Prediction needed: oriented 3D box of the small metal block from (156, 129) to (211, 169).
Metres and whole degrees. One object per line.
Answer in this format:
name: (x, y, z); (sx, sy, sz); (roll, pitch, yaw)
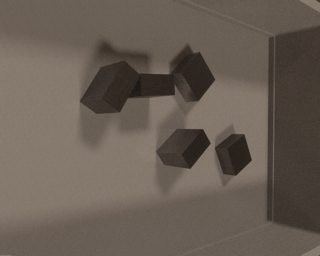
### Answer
small metal block: (0.031, 0.027, 0.419); (0.050, 0.050, 0.025); (-46, 118, -30)

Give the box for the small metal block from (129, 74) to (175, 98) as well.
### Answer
small metal block: (-0.018, -0.050, 0.377); (0.050, 0.050, 0.025); (-7, 95, -40)

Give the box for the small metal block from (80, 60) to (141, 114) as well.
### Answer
small metal block: (-0.056, -0.044, 0.345); (0.025, 0.050, 0.050); (40, 66, -33)

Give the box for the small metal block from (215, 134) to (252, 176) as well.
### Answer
small metal block: (0.122, 0.043, 0.512); (0.050, 0.025, 0.050); (-33, 111, -35)

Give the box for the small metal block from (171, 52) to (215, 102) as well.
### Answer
small metal block: (0.048, -0.073, 0.449); (0.050, 0.025, 0.050); (-51, 120, -28)
